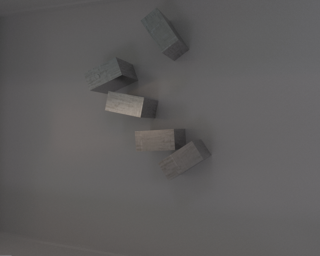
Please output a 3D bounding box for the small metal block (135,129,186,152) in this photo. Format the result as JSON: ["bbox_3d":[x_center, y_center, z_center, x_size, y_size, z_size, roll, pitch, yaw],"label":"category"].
[{"bbox_3d":[0.002,0.015,0.396,0.050,0.050,0.025,-4,89,20],"label":"small metal block"}]

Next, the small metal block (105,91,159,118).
[{"bbox_3d":[-0.036,-0.030,0.410,0.050,0.050,0.025,12,94,19],"label":"small metal block"}]

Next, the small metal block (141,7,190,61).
[{"bbox_3d":[0.008,-0.118,0.394,0.025,0.050,0.050,-35,79,17],"label":"small metal block"}]

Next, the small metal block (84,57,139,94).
[{"bbox_3d":[-0.065,-0.069,0.420,0.050,0.050,0.025,-22,83,18],"label":"small metal block"}]

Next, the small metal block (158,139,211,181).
[{"bbox_3d":[0.032,0.039,0.386,0.050,0.050,0.025,-35,79,17],"label":"small metal block"}]
